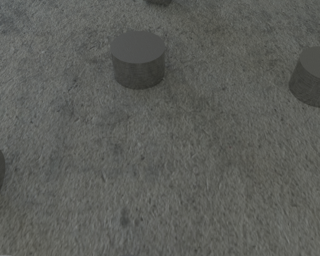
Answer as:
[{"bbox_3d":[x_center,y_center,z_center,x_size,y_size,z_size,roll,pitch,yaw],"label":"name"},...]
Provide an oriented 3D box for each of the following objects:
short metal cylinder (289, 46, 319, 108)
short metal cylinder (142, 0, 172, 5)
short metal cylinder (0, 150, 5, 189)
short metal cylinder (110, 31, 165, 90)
[{"bbox_3d":[0.238,-0.075,0.453,0.081,0.050,0.080,0,50,0],"label":"short metal cylinder"},{"bbox_3d":[-0.002,-0.288,0.609,0.050,0.080,0.080,16,52,12],"label":"short metal cylinder"},{"bbox_3d":[-0.210,0.051,0.322,0.050,0.080,0.080,11,51,8],"label":"short metal cylinder"},{"bbox_3d":[-0.033,-0.104,0.474,0.081,0.050,0.080,0,50,0],"label":"short metal cylinder"}]
